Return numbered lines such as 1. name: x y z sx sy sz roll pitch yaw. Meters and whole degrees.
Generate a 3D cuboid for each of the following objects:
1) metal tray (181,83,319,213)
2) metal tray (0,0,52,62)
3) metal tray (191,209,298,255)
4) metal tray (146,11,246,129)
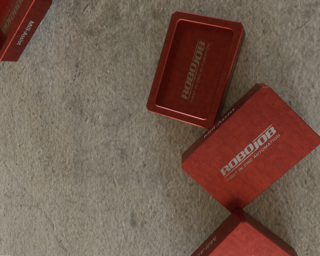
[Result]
1. metal tray: 0.099 0.025 0.355 0.090 0.030 0.130 43 104 -7
2. metal tray: -0.225 -0.175 0.467 0.129 0.030 0.090 -43 77 29
3. metal tray: 0.085 0.169 0.360 0.090 0.030 0.130 38 103 -5
4. metal tray: 0.044 -0.072 0.390 0.090 0.030 0.129 18 96 18
